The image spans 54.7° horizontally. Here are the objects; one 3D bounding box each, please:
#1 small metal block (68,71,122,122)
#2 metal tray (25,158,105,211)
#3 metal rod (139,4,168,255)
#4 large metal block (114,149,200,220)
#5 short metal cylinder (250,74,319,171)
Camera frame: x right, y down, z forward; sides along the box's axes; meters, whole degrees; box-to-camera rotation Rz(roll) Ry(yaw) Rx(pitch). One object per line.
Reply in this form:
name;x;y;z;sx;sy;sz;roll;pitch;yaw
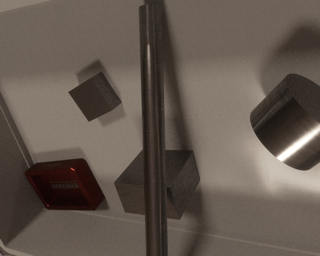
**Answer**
small metal block;-0.090;-0.042;0.428;0.050;0.025;0.050;-22;107;36
metal tray;-0.173;0.104;0.557;0.130;0.030;0.090;-9;114;31
metal rod;-0.007;0.018;0.347;0.025;0.025;0.298;1;95;27
large metal block;-0.001;0.072;0.417;0.080;0.080;0.050;-1;118;28
short metal cylinder;0.136;-0.006;0.298;0.080;0.080;0.050;38;129;2
